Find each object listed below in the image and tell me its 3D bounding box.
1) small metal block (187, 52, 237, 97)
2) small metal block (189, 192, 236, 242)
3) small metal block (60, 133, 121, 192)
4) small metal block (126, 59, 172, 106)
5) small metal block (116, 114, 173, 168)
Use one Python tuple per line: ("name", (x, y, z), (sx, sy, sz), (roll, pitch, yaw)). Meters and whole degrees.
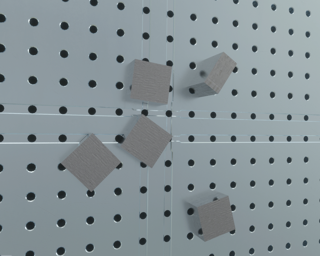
("small metal block", (0.070, -0.072, 0.425), (0.025, 0.050, 0.050), (36, 78, -17))
("small metal block", (0.074, 0.125, 0.440), (0.050, 0.025, 0.050), (-15, 95, -19))
("small metal block", (-0.085, 0.041, 0.381), (0.050, 0.025, 0.050), (-46, 104, -14))
("small metal block", (-0.015, -0.059, 0.407), (0.050, 0.025, 0.050), (8, 87, -20))
("small metal block", (-0.020, 0.017, 0.405), (0.050, 0.025, 0.050), (37, 78, -16))
